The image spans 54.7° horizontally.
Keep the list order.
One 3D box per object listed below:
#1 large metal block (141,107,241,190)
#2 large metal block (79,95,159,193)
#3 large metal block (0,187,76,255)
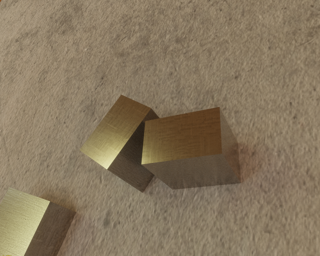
[{"bbox_3d":[0.036,0.026,0.333,0.080,0.080,0.050,-10,58,22],"label":"large metal block"},{"bbox_3d":[-0.033,0.020,0.372,0.050,0.080,0.080,27,76,37],"label":"large metal block"},{"bbox_3d":[-0.168,0.129,0.394,0.080,0.050,0.080,8,65,31],"label":"large metal block"}]
